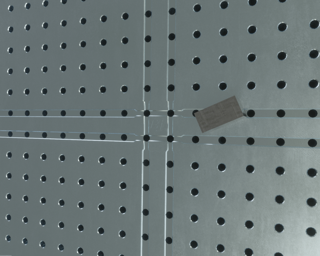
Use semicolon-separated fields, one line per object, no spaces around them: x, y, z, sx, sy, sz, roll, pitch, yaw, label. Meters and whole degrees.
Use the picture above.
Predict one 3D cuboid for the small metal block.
0.074;-0.015;0.373;0.050;0.050;0.025;-24;82;18;small metal block
